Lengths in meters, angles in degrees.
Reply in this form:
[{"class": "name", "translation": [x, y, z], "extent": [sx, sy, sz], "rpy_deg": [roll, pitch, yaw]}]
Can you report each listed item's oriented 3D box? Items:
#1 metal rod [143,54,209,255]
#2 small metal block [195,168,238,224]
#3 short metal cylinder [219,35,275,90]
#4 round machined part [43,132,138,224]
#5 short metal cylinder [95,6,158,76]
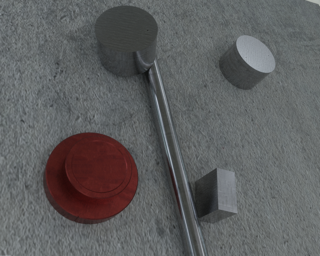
[{"class": "metal rod", "translation": [0.010, 0.012, 0.401], "extent": [0.025, 0.025, 0.299], "rpy_deg": [1, 61, -28]}, {"class": "small metal block", "translation": [0.066, 0.082, 0.373], "extent": [0.025, 0.050, 0.050], "rpy_deg": [17, 55, -19]}, {"class": "short metal cylinder", "translation": [0.151, -0.113, 0.538], "extent": [0.081, 0.050, 0.080], "rpy_deg": [14, 56, -21]}, {"class": "round machined part", "translation": [-0.069, 0.047, 0.327], "extent": [0.099, 0.042, 0.098], "rpy_deg": [14, 56, -21]}, {"class": "short metal cylinder", "translation": [-0.045, -0.117, 0.419], "extent": [0.081, 0.050, 0.080], "rpy_deg": [2, 63, -4]}]
